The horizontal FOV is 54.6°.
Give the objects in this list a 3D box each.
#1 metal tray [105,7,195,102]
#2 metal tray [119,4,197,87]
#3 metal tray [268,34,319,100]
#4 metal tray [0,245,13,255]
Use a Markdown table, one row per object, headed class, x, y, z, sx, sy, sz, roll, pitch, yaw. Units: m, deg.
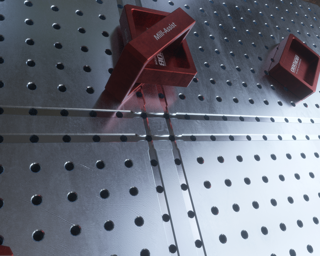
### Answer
| class | x | y | z | sx | sy | sz | roll | pitch | yaw |
| --- | --- | --- | --- | --- | --- | --- | --- | --- | --- |
| metal tray | -0.012 | -0.100 | 0.419 | 0.030 | 0.090 | 0.131 | 42 | 51 | 0 |
| metal tray | -0.005 | -0.123 | 0.460 | 0.091 | 0.030 | 0.130 | 2 | 57 | -25 |
| metal tray | 0.278 | -0.127 | 0.630 | 0.090 | 0.030 | 0.130 | 37 | 51 | -4 |
| metal tray | -0.176 | 0.145 | 0.221 | 0.090 | 0.030 | 0.130 | 20 | 54 | -16 |
